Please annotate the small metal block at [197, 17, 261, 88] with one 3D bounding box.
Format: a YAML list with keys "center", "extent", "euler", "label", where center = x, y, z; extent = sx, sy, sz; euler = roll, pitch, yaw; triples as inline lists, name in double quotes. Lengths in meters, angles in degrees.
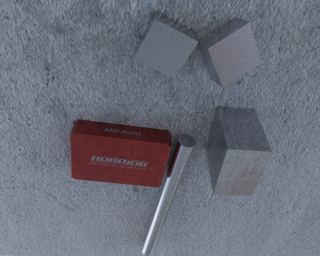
- center: [0.074, -0.080, 0.329]
  extent: [0.050, 0.025, 0.050]
  euler: [-33, 127, -3]
  label: "small metal block"

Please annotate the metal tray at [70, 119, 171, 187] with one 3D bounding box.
- center: [-0.056, 0.038, 0.436]
  extent: [0.131, 0.030, 0.089]
  euler: [7, 130, -7]
  label: "metal tray"

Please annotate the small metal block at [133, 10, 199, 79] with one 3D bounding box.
- center: [0.006, -0.089, 0.332]
  extent: [0.050, 0.025, 0.050]
  euler: [23, 126, -18]
  label: "small metal block"

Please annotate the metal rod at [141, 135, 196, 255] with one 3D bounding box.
- center: [0.006, 0.129, 0.516]
  extent: [0.025, 0.025, 0.298]
  euler: [9, 130, -8]
  label: "metal rod"

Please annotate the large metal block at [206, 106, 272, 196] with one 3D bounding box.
- center: [0.096, 0.029, 0.398]
  extent: [0.050, 0.080, 0.079]
  euler: [4, 130, -4]
  label: "large metal block"
